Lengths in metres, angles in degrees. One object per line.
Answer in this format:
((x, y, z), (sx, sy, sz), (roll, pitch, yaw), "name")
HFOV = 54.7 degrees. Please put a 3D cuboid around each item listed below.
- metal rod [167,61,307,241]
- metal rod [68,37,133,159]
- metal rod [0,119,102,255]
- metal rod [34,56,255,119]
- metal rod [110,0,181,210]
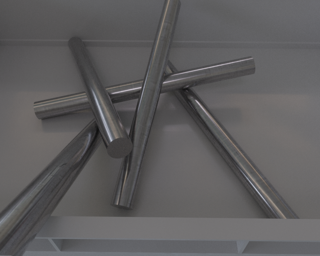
((0.072, 0.004, 0.401), (0.025, 0.025, 0.300), (-21, 53, -17), "metal rod")
((-0.091, -0.061, 0.410), (0.025, 0.025, 0.300), (-17, 38, -13), "metal rod")
((-0.078, 0.028, 0.277), (0.025, 0.025, 0.300), (3, 17, 2), "metal rod")
((-0.020, -0.055, 0.426), (0.302, 0.025, 0.025), (-12, 51, -1), "metal rod")
((-0.011, -0.049, 0.394), (0.025, 0.025, 0.299), (9, 66, 8), "metal rod")
